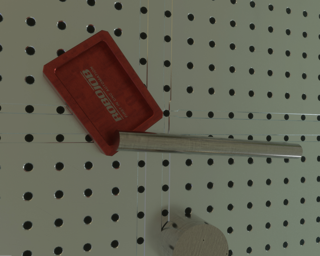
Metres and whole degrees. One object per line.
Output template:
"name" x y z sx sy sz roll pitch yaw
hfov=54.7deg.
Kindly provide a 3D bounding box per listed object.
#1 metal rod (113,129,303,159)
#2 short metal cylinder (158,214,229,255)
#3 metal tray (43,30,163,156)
"metal rod" 0.083 0.026 0.427 0.302 0.025 0.025 5 89 -27
"short metal cylinder" 0.044 0.162 0.417 0.081 0.050 0.079 0 90 -21
"metal tray" -0.068 -0.042 0.385 0.090 0.030 0.130 -38 103 -16
